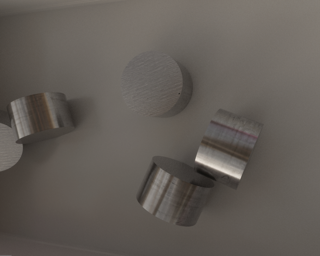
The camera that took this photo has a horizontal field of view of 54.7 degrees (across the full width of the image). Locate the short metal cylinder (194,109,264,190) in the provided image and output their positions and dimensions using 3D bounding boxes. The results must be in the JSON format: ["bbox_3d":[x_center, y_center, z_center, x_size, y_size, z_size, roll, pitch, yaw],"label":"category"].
[{"bbox_3d":[0.079,0.024,0.353,0.050,0.080,0.080,23,97,18],"label":"short metal cylinder"}]

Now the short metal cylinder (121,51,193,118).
[{"bbox_3d":[-0.003,-0.054,0.397,0.080,0.050,0.079,0,90,19],"label":"short metal cylinder"}]

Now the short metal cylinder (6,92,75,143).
[{"bbox_3d":[-0.168,-0.013,0.439,0.080,0.080,0.050,-19,84,18],"label":"short metal cylinder"}]

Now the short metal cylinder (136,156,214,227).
[{"bbox_3d":[0.018,0.074,0.374,0.080,0.080,0.050,26,99,18],"label":"short metal cylinder"}]

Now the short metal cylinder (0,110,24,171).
[{"bbox_3d":[-0.245,0.018,0.460,0.081,0.050,0.079,-7,114,-15],"label":"short metal cylinder"}]
